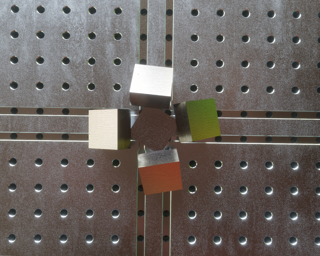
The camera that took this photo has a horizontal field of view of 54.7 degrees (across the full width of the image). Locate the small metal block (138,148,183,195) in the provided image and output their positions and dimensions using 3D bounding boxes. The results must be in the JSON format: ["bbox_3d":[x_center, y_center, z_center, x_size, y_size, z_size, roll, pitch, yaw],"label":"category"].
[{"bbox_3d":[0.001,0.057,0.401,0.050,0.025,0.050,-9,126,0],"label":"small metal block"}]

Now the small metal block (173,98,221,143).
[{"bbox_3d":[0.048,-0.010,0.402,0.050,0.025,0.050,-10,90,-35],"label":"small metal block"}]

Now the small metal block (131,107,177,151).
[{"bbox_3d":[-0.008,0.001,0.413,0.050,0.025,0.050,31,90,-1],"label":"small metal block"}]

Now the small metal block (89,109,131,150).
[{"bbox_3d":[-0.065,0.002,0.401,0.050,0.025,0.050,0,90,34],"label":"small metal block"}]

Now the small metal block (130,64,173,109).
[{"bbox_3d":[-0.011,-0.054,0.401,0.050,0.025,0.050,6,54,0],"label":"small metal block"}]
